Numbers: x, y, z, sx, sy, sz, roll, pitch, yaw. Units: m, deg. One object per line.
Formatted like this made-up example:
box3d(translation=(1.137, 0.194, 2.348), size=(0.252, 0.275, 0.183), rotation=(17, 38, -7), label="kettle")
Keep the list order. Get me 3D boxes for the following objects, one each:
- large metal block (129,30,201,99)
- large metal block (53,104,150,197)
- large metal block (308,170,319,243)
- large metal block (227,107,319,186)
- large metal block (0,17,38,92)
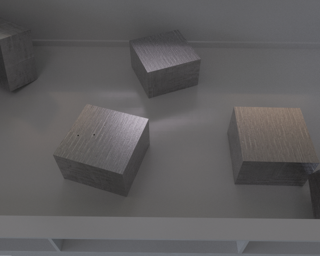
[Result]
box3d(translation=(0.006, -0.099, 0.472), size=(0.081, 0.050, 0.080), rotation=(-17, 52, -14), label="large metal block")
box3d(translation=(-0.064, 0.025, 0.367), size=(0.080, 0.050, 0.080), rotation=(14, 51, 11), label="large metal block")
box3d(translation=(0.197, 0.071, 0.296), size=(0.050, 0.080, 0.080), rotation=(31, 43, -12), label="large metal block")
box3d(translation=(0.130, 0.021, 0.372), size=(0.080, 0.050, 0.080), rotation=(1, 50, 1), label="large metal block")
box3d(translation=(-0.234, -0.111, 0.455), size=(0.080, 0.079, 0.050), rotation=(25, 41, 19), label="large metal block")
